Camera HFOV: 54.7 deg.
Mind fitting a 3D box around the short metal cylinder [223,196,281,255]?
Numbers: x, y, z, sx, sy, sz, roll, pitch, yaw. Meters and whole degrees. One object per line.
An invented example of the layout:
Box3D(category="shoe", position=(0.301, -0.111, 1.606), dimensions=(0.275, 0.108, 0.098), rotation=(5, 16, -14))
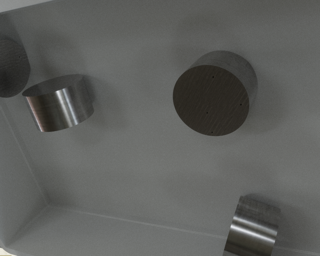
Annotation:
Box3D(category="short metal cylinder", position=(0.116, 0.133, 0.393), dimensions=(0.050, 0.080, 0.079), rotation=(16, 125, 18))

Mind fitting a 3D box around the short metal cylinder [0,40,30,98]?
Box3D(category="short metal cylinder", position=(-0.236, -0.086, 0.442), dimensions=(0.050, 0.080, 0.079), rotation=(10, 123, 22))

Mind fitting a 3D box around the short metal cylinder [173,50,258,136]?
Box3D(category="short metal cylinder", position=(0.061, -0.038, 0.336), dimensions=(0.080, 0.050, 0.079), rotation=(13, 124, 20))

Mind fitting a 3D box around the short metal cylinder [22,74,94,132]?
Box3D(category="short metal cylinder", position=(-0.136, -0.036, 0.421), dimensions=(0.080, 0.080, 0.050), rotation=(1, 119, 27))
